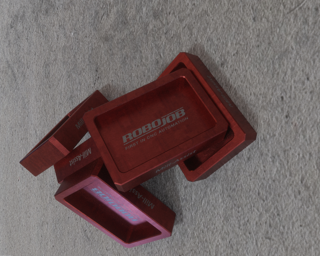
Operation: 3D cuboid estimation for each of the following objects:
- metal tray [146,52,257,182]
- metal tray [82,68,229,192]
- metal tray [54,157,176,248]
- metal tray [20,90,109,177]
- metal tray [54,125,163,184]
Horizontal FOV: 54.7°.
[{"bbox_3d":[0.040,-0.014,0.369,0.090,0.030,0.130,-46,63,30],"label":"metal tray"},{"bbox_3d":[-0.005,-0.001,0.336,0.131,0.030,0.090,-27,67,-11],"label":"metal tray"},{"bbox_3d":[-0.055,0.100,0.393,0.090,0.130,0.030,-31,26,36],"label":"metal tray"},{"bbox_3d":[-0.135,0.004,0.453,0.090,0.130,0.030,-30,110,35],"label":"metal tray"},{"bbox_3d":[-0.070,0.036,0.420,0.130,0.091,0.030,-31,71,35],"label":"metal tray"}]
